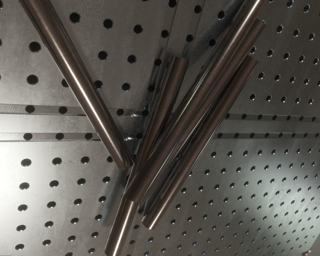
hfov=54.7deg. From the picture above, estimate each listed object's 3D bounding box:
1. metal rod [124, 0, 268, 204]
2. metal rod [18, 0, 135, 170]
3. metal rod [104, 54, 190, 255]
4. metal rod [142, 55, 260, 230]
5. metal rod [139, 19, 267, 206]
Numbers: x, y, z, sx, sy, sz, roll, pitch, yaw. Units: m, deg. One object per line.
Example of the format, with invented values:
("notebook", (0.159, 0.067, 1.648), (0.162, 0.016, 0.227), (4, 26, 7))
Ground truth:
("metal rod", (0.045, -0.038, 0.385), (0.025, 0.025, 0.299), (30, 93, -38))
("metal rod", (-0.091, -0.062, 0.324), (0.025, 0.025, 0.299), (-30, 129, -10))
("metal rod", (-0.023, 0.049, 0.416), (0.025, 0.025, 0.298), (8, 110, -32))
("metal rod", (0.053, 0.029, 0.460), (0.025, 0.025, 0.298), (19, 108, -36))
("metal rod", (0.046, -0.015, 0.428), (0.025, 0.025, 0.299), (25, 105, -37))
